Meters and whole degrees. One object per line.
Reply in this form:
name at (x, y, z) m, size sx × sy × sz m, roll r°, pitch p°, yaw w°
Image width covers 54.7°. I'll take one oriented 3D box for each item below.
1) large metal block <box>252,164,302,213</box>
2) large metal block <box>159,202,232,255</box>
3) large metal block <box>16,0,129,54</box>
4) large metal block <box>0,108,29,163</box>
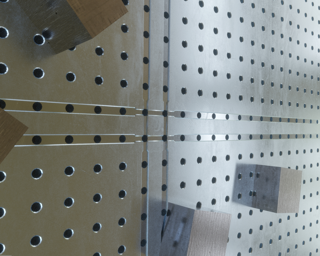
large metal block at (0.221, 0.114, 0.582) m, size 0.081 × 0.050 × 0.080 m, roll 13°, pitch 82°, yaw -40°
large metal block at (0.051, 0.154, 0.438) m, size 0.080 × 0.050 × 0.080 m, roll 19°, pitch 78°, yaw -39°
large metal block at (-0.091, -0.125, 0.298) m, size 0.050 × 0.080 × 0.080 m, roll -49°, pitch 120°, yaw -29°
large metal block at (-0.172, 0.008, 0.249) m, size 0.080 × 0.050 × 0.080 m, roll 44°, pitch 63°, yaw -31°
